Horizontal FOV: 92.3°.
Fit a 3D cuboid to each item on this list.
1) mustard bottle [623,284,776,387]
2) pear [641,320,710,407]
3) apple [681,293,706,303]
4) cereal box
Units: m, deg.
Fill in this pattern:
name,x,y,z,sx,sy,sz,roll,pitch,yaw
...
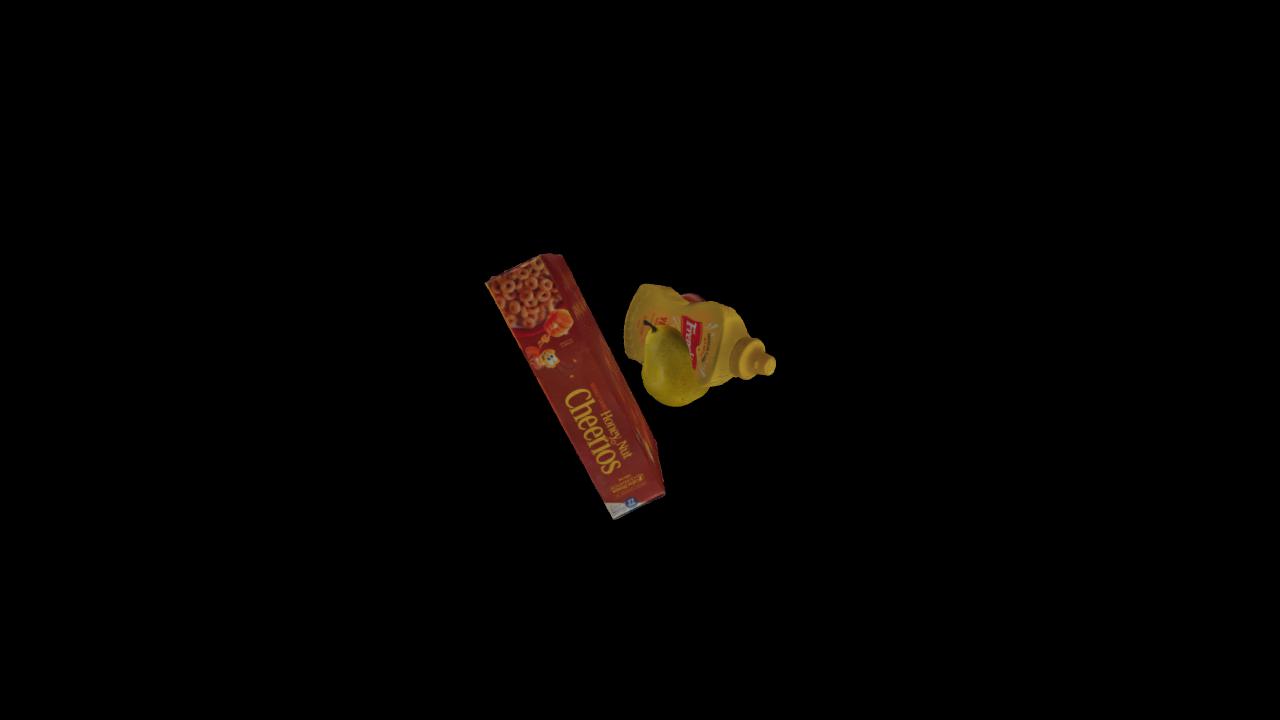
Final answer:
name,x,y,z,sx,sy,sz,roll,pitch,yaw
mustard bottle,0.064,-0.020,0.648,0.184,0.092,0.054,23,10,41
pear,0.034,-0.007,0.650,0.080,0.111,0.080,-13,35,9
apple,0.061,-0.040,0.761,0.079,0.079,0.093,0,-28,20
cereal box,-0.070,0.020,0.763,0.081,0.306,0.203,-26,10,3
